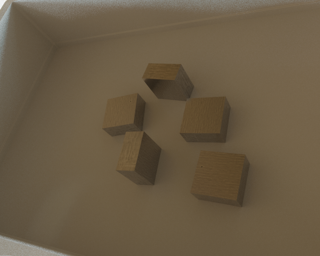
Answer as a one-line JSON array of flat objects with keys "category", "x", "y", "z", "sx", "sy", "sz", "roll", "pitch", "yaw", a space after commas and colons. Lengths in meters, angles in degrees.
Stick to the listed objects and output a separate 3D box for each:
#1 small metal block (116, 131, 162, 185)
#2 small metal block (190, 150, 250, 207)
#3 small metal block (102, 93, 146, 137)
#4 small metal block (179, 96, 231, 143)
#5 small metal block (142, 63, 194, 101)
[{"category": "small metal block", "x": -0.024, "y": 0.038, "z": 0.379, "sx": 0.025, "sy": 0.050, "sz": 0.050, "roll": -2, "pitch": 61, "yaw": 27}, {"category": "small metal block", "x": 0.066, "y": 0.054, "z": 0.338, "sx": 0.050, "sy": 0.025, "sz": 0.050, "roll": 4, "pitch": 63, "yaw": 30}, {"category": "small metal block", "x": -0.051, "y": -0.019, "z": 0.444, "sx": 0.050, "sy": 0.025, "sz": 0.050, "roll": -9, "pitch": 58, "yaw": 23}, {"category": "small metal block", "x": 0.056, "y": -0.010, "z": 0.382, "sx": 0.050, "sy": 0.025, "sz": 0.050, "roll": 0, "pitch": 62, "yaw": 28}, {"category": "small metal block", "x": 0.012, "y": -0.062, "z": 0.422, "sx": 0.050, "sy": 0.050, "sz": 0.025, "roll": 9, "pitch": 66, "yaw": 32}]
